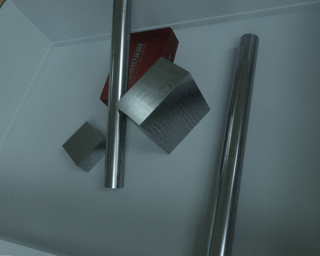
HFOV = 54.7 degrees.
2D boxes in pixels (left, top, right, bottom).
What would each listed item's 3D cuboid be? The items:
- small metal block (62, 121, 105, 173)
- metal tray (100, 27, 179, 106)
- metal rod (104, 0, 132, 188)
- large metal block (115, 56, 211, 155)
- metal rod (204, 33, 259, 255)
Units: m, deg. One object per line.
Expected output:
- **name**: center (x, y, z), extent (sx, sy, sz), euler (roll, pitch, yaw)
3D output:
- **small metal block**: center (-0.104, 0.026, 0.442), extent (0.050, 0.025, 0.050), euler (-46, 52, -4)
- **metal tray**: center (-0.030, -0.090, 0.472), extent (0.090, 0.030, 0.130), euler (0, 62, 28)
- **metal rod**: center (-0.053, -0.074, 0.402), extent (0.025, 0.025, 0.298), euler (0, 85, 28)
- **large metal block**: center (0.006, -0.026, 0.382), extent (0.080, 0.080, 0.050), euler (-47, 52, -5)
- **metal rod**: center (0.085, 0.014, 0.351), extent (0.025, 0.025, 0.300), euler (1, 62, 28)
